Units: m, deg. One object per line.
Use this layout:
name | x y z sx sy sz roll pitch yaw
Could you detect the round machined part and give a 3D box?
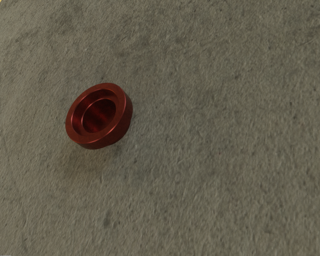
round machined part | -0.081 -0.013 0.442 0.098 0.042 0.098 -13 56 20
